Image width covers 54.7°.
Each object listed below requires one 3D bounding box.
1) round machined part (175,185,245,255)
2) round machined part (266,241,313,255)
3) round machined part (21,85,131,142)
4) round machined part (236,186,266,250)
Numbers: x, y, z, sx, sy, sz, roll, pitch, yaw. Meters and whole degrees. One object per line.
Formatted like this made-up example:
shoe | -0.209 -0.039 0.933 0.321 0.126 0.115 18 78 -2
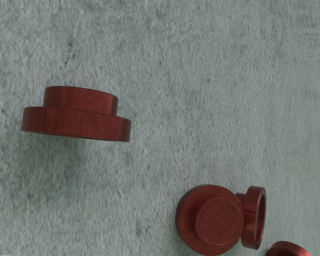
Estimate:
round machined part | 0.075 0.130 0.434 0.099 0.042 0.097 2 83 -14
round machined part | 0.237 0.259 0.561 0.042 0.098 0.097 -32 110 -36
round machined part | -0.076 -0.012 0.295 0.099 0.098 0.042 10 84 -40
round machined part | 0.142 0.142 0.502 0.099 0.042 0.097 -15 107 -61
